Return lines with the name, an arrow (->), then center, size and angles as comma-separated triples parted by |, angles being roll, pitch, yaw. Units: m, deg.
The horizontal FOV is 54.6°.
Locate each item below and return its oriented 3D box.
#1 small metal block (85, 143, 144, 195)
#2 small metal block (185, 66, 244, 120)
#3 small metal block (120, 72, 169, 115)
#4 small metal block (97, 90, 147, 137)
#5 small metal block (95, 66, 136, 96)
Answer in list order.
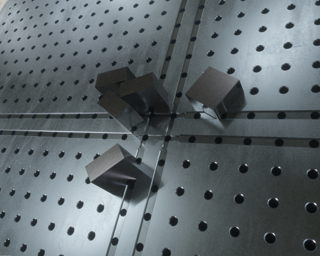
small metal block -> -0.056, 0.053, 0.390 | 0.050, 0.050, 0.025 | -36, 51, 5
small metal block -> 0.070, -0.046, 0.400 | 0.050, 0.025, 0.050 | -49, 51, -7
small metal block -> -0.021, -0.046, 0.433 | 0.050, 0.050, 0.025 | -16, 55, 19
small metal block -> -0.053, -0.021, 0.434 | 0.025, 0.050, 0.050 | -49, 51, -6
small metal block -> -0.060, -0.061, 0.462 | 0.050, 0.050, 0.025 | -9, 58, 23
